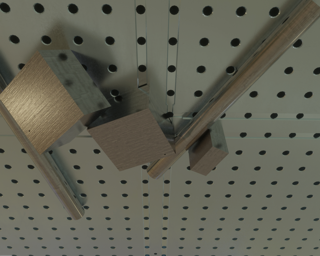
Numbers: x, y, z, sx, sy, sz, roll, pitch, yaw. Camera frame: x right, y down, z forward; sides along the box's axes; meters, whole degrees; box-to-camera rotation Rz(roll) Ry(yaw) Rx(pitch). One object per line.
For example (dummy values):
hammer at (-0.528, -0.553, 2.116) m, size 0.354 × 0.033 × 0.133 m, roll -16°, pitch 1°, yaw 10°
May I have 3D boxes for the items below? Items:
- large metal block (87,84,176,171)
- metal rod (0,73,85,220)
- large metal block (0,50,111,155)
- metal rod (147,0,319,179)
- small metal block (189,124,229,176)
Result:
large metal block at (-0.033, 0.002, 0.396) m, size 0.080 × 0.050 × 0.080 m, roll -19°, pitch 128°, yaw 15°
metal rod at (-0.172, 0.037, 0.441) m, size 0.025 × 0.025 × 0.298 m, roll -9°, pitch 130°, yaw 7°
large metal block at (-0.117, -0.030, 0.345) m, size 0.080 × 0.050 × 0.080 m, roll -37°, pitch 88°, yaw 27°
metal rod at (0.073, -0.028, 0.387) m, size 0.025 × 0.025 × 0.298 m, roll 27°, pitch 125°, yaw -21°
small metal block at (0.064, 0.028, 0.419) m, size 0.025 × 0.050 × 0.050 m, roll 24°, pitch 126°, yaw -19°
